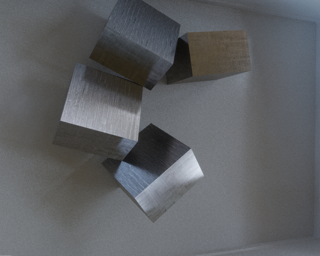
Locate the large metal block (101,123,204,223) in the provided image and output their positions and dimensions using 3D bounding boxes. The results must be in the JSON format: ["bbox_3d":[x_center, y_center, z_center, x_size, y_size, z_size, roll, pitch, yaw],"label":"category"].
[{"bbox_3d":[-0.009,0.050,0.370,0.080,0.080,0.050,-40,129,-16],"label":"large metal block"}]

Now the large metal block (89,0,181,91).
[{"bbox_3d":[-0.027,-0.104,0.368,0.080,0.050,0.080,26,48,-18],"label":"large metal block"}]

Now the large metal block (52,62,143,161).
[{"bbox_3d":[-0.069,-0.017,0.354,0.081,0.050,0.080,16,53,-19],"label":"large metal block"}]

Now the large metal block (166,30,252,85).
[{"bbox_3d":[0.058,-0.090,0.402,0.081,0.080,0.050,-9,93,-20],"label":"large metal block"}]
